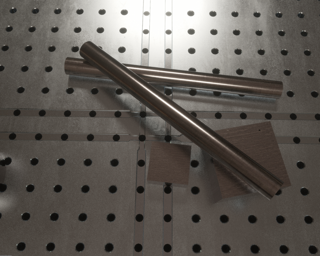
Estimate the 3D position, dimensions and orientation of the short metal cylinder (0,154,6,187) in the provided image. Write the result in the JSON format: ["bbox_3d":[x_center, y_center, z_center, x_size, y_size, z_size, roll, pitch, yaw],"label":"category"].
[{"bbox_3d":[-0.240,0.052,0.376,0.081,0.050,0.080,0,70,0],"label":"short metal cylinder"}]

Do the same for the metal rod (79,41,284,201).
[{"bbox_3d":[0.011,-0.021,0.374,0.300,0.025,0.025,38,74,20],"label":"metal rod"}]

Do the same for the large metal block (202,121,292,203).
[{"bbox_3d":[0.102,0.043,0.384,0.081,0.050,0.080,-10,70,-4],"label":"large metal block"}]

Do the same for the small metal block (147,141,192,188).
[{"bbox_3d":[0.012,0.047,0.395,0.050,0.025,0.050,6,70,2],"label":"small metal block"}]

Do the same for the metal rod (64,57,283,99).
[{"bbox_3d":[0.018,-0.071,0.437,0.302,0.025,0.025,7,70,2],"label":"metal rod"}]
